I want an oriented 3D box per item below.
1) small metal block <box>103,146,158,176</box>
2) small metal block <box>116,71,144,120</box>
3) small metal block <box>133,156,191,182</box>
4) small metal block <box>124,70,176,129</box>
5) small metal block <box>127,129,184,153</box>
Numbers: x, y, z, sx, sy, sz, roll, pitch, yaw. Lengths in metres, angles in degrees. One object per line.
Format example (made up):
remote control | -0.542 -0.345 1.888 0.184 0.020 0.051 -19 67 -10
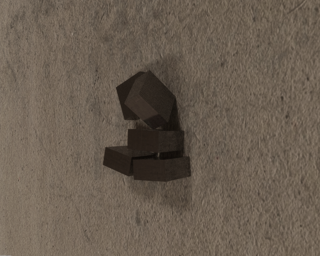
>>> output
small metal block | -0.040 0.043 0.420 0.050 0.050 0.025 16 100 38
small metal block | -0.030 -0.043 0.427 0.050 0.025 0.050 -26 74 36
small metal block | 0.003 0.050 0.385 0.050 0.050 0.025 -5 87 39
small metal block | -0.011 -0.035 0.382 0.025 0.050 0.050 -27 31 36
small metal block | -0.005 0.015 0.391 0.050 0.050 0.025 3 93 39
